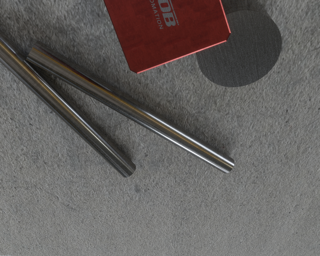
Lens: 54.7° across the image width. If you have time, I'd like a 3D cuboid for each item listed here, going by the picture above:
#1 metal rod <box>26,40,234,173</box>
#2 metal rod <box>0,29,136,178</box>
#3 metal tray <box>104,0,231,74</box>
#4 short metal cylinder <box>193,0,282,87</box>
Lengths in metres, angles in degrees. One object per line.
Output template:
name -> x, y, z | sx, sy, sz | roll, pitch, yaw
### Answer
metal rod -> -0.019, -0.014, 0.394 | 0.301, 0.025, 0.025 | 30, 124, -24
metal rod -> -0.125, -0.033, 0.377 | 0.025, 0.025, 0.300 | -26, 126, 20
metal tray -> -0.003, -0.122, 0.263 | 0.090, 0.030, 0.129 | -18, 101, 14
short metal cylinder -> 0.076, -0.089, 0.316 | 0.081, 0.050, 0.079 | 0, 130, 0
